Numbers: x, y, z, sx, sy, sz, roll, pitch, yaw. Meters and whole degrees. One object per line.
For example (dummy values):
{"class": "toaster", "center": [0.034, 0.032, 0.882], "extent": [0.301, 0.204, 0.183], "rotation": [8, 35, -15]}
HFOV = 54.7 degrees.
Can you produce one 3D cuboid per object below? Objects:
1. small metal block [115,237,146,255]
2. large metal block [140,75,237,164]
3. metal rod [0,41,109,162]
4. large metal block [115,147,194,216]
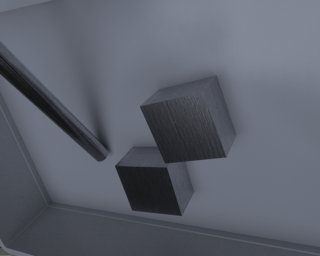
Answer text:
{"class": "small metal block", "center": [-0.054, 0.240, 0.586], "extent": [0.050, 0.025, 0.050], "rotation": [11, 123, 21]}
{"class": "large metal block", "center": [0.035, -0.008, 0.368], "extent": [0.080, 0.050, 0.080], "rotation": [-10, 114, 32]}
{"class": "metal rod", "center": [-0.145, -0.040, 0.370], "extent": [0.025, 0.025, 0.300], "rotation": [3, 148, 27]}
{"class": "large metal block", "center": [-0.006, 0.073, 0.440], "extent": [0.080, 0.050, 0.080], "rotation": [-2, 117, 29]}
